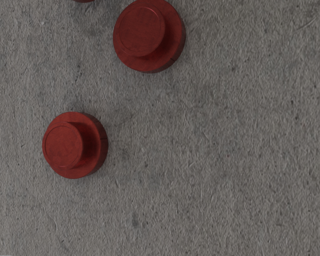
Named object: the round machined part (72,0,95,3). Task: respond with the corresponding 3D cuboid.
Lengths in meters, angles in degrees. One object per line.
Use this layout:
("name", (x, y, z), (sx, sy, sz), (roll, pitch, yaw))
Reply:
("round machined part", (-0.102, -0.225, 0.436), (0.098, 0.042, 0.097), (0, 90, 20))

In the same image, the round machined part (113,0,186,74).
("round machined part", (-0.019, -0.123, 0.407), (0.098, 0.042, 0.097), (0, 90, 20))

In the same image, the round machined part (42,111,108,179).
("round machined part", (-0.128, 0.025, 0.445), (0.098, 0.042, 0.097), (0, 90, 20))
